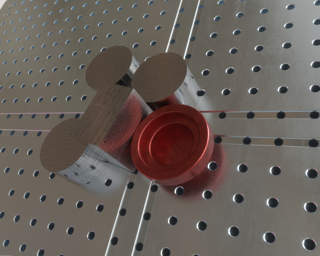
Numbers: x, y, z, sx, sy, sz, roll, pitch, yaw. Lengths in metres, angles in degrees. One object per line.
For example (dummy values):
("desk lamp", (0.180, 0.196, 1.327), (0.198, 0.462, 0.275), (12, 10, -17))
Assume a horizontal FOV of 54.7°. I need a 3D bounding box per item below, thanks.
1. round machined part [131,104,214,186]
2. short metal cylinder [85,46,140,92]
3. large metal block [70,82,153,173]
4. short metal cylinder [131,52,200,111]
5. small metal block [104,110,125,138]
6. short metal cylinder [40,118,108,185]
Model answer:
("round machined part", (0.018, 0.023, 0.374), (0.098, 0.042, 0.098), (-13, 56, 21))
("short metal cylinder", (-0.066, -0.079, 0.475), (0.080, 0.050, 0.080), (-13, 56, 21))
("large metal block", (-0.052, 0.000, 0.397), (0.050, 0.080, 0.080), (17, 71, 35))
("short metal cylinder", (0.008, -0.055, 0.422), (0.080, 0.050, 0.080), (-13, 56, 21))
("small metal block", (-0.073, -0.013, 0.454), (0.050, 0.025, 0.050), (16, 70, 34))
("short metal cylinder", (-0.118, 0.033, 0.434), (0.080, 0.050, 0.080), (-13, 56, 21))
